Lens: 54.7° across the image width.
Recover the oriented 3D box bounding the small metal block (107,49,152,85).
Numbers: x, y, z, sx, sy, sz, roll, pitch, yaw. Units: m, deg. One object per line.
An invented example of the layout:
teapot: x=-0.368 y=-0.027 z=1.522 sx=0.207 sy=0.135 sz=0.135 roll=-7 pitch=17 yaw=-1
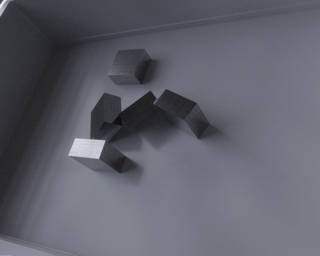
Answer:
small metal block: x=-0.048 y=-0.096 z=0.488 sx=0.050 sy=0.025 sz=0.050 roll=5 pitch=64 yaw=30

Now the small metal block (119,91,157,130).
small metal block: x=-0.025 y=-0.026 z=0.415 sx=0.050 sy=0.025 sz=0.050 roll=-36 pitch=7 yaw=3

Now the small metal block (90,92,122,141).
small metal block: x=-0.077 y=-0.013 z=0.437 sx=0.050 sy=0.025 sz=0.050 roll=-45 pitch=41 yaw=42

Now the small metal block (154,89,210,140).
small metal block: x=0.028 y=-0.017 z=0.384 sx=0.050 sy=0.050 sz=0.025 roll=30 pitch=78 yaw=37

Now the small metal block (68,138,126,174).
small metal block: x=-0.082 y=0.037 z=0.408 sx=0.050 sy=0.050 sz=0.025 roll=2 pitch=63 yaw=29
